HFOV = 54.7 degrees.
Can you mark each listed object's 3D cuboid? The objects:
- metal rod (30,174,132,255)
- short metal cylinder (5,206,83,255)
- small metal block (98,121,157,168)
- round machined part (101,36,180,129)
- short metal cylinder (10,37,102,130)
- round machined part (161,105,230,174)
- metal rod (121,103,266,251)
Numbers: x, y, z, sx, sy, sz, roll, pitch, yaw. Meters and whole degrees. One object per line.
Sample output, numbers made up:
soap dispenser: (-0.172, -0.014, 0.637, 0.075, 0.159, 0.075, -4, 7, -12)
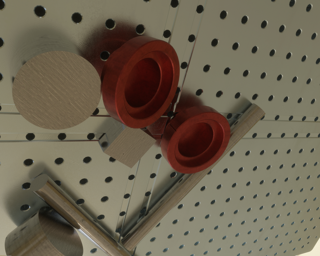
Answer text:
metal rod: (-0.088, 0.167, 0.466, 0.025, 0.025, 0.299, -34, 129, -6)
short metal cylinder: (-0.143, 0.146, 0.388, 0.050, 0.080, 0.080, -39, 129, -2)
small metal block: (-0.042, 0.017, 0.399, 0.050, 0.025, 0.050, -48, 129, 5)
round machined part: (-0.025, -0.052, 0.339, 0.099, 0.042, 0.097, -33, 136, -37)
short metal cylinder: (-0.105, -0.045, 0.310, 0.081, 0.050, 0.079, -14, 124, -21)
round machined part: (0.045, 0.012, 0.432, 0.099, 0.042, 0.097, -14, 124, -21)
metal rod: (0.050, 0.079, 0.486, 0.300, 0.025, 0.025, -47, 129, 4)
